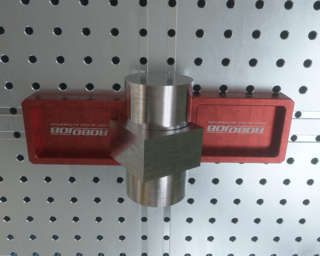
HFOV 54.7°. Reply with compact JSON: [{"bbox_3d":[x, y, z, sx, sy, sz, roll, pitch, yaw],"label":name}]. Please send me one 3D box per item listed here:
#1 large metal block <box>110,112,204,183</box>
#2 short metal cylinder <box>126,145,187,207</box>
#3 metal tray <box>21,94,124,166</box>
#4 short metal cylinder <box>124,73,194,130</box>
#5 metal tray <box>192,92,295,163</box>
[{"bbox_3d":[-0.006,0.017,0.375,0.081,0.080,0.050,-11,114,-33],"label":"large metal block"},{"bbox_3d":[-0.004,0.059,0.405,0.081,0.080,0.050,2,110,-1],"label":"short metal cylinder"},{"bbox_3d":[-0.107,0.003,0.410,0.131,0.030,0.089,1,110,-1],"label":"metal tray"},{"bbox_3d":[-0.002,-0.035,0.371,0.081,0.080,0.050,1,110,-1],"label":"short metal cylinder"},{"bbox_3d":[0.102,0.000,0.411,0.131,0.030,0.089,1,110,-1],"label":"metal tray"}]
